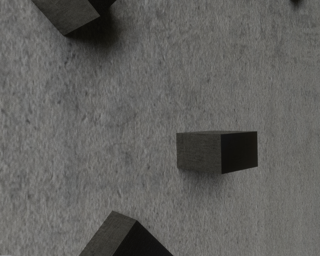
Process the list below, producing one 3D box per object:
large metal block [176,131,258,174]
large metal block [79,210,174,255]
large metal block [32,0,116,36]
[{"bbox_3d":[0.080,0.031,0.439,0.081,0.080,0.050,-3,92,-40],"label":"large metal block"},{"bbox_3d":[-0.041,0.156,0.356,0.080,0.050,0.080,-53,121,-27],"label":"large metal block"},{"bbox_3d":[-0.072,-0.145,0.309,0.050,0.080,0.080,50,60,-29],"label":"large metal block"}]
